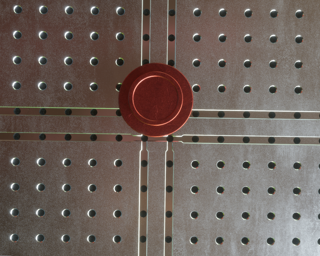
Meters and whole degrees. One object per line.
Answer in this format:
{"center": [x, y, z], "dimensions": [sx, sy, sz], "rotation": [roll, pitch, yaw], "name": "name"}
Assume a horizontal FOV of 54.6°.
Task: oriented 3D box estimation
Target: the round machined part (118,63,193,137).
{"center": [-0.006, -0.037, 0.405], "dimensions": [0.099, 0.042, 0.097], "rotation": [0, 90, 0], "name": "round machined part"}
